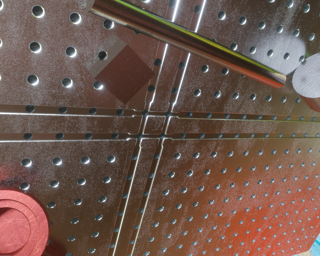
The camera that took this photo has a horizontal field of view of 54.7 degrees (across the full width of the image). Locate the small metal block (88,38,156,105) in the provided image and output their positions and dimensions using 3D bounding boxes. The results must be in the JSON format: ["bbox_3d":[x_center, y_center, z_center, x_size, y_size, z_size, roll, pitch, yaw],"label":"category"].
[{"bbox_3d":[-0.043,-0.063,0.350,0.050,0.025,0.050,-45,130,3],"label":"small metal block"}]

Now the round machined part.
[{"bbox_3d":[-0.179,0.119,0.356,0.099,0.042,0.097,2,82,-16],"label":"round machined part"}]

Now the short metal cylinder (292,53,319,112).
[{"bbox_3d":[0.253,-0.070,0.474,0.050,0.080,0.080,32,100,-39],"label":"short metal cylinder"}]

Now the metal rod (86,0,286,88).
[{"bbox_3d":[0.056,-0.098,0.382,0.302,0.025,0.025,12,112,-34],"label":"metal rod"}]

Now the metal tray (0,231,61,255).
[{"bbox_3d":[-0.196,0.199,0.425,0.090,0.030,0.130,-36,130,-5],"label":"metal tray"}]
